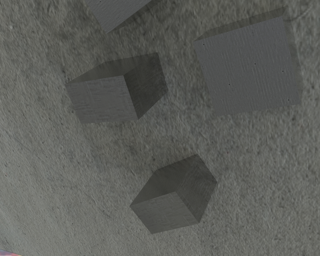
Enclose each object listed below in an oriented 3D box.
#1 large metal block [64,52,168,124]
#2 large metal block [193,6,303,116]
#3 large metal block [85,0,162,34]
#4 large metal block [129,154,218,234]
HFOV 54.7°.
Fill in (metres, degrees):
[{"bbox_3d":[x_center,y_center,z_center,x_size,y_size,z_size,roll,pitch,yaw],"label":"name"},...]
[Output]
[{"bbox_3d":[-0.048,-0.047,0.366,0.080,0.080,0.050,-3,117,29],"label":"large metal block"},{"bbox_3d":[0.089,-0.063,0.304,0.080,0.050,0.080,-8,114,31],"label":"large metal block"},{"bbox_3d":[-0.037,-0.156,0.313,0.080,0.050,0.080,-23,106,36],"label":"large metal block"},{"bbox_3d":[0.020,0.088,0.414,0.080,0.080,0.050,-27,104,37],"label":"large metal block"}]
